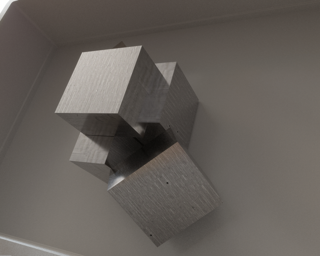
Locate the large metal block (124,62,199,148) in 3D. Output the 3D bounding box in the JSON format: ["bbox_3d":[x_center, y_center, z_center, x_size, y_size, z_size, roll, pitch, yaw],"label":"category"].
[{"bbox_3d":[0.004,-0.022,0.379,0.050,0.080,0.080,1,62,28],"label":"large metal block"}]

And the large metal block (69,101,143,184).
[{"bbox_3d":[-0.054,0.021,0.384,0.050,0.080,0.080,1,62,28],"label":"large metal block"}]

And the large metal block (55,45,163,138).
[{"bbox_3d":[-0.053,-0.038,0.335,0.080,0.050,0.080,2,63,29],"label":"large metal block"}]

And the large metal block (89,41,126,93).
[{"bbox_3d":[-0.062,-0.066,0.432,0.080,0.080,0.050,-37,86,3],"label":"large metal block"}]

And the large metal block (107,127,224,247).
[{"bbox_3d":[0.004,0.059,0.320,0.080,0.080,0.050,-36,16,4],"label":"large metal block"}]
